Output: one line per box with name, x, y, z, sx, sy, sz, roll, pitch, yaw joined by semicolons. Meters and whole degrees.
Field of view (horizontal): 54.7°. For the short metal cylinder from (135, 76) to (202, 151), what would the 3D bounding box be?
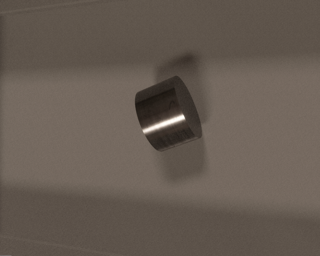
short metal cylinder;0.012;-0.017;0.376;0.050;0.080;0.080;-21;83;18
